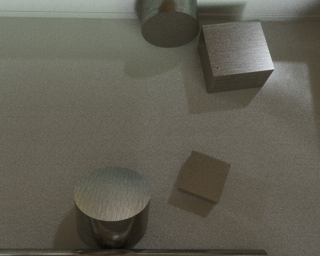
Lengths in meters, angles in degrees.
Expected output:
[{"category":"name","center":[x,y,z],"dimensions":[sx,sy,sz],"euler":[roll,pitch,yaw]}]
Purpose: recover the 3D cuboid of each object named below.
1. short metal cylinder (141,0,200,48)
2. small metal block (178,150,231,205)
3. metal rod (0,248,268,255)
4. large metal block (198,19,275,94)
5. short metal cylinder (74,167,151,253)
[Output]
[{"category":"short metal cylinder","center":[0.014,-0.158,0.438],"dimensions":[0.081,0.080,0.050],"euler":[-2,70,-1]},{"category":"small metal block","center":[0.055,0.062,0.388],"dimensions":[0.050,0.025,0.050],"euler":[20,71,7]},{"category":"metal rod","center":[-0.028,0.137,0.318],"dimensions":[0.302,0.025,0.025],"euler":[6,70,-14]},{"category":"large metal block","center":[0.102,-0.099,0.434],"dimensions":[0.081,0.050,0.080],"euler":[-7,70,-3]},{"category":"short metal cylinder","center":[-0.052,0.088,0.344],"dimensions":[0.081,0.050,0.080],"euler":[5,33,-3]}]
